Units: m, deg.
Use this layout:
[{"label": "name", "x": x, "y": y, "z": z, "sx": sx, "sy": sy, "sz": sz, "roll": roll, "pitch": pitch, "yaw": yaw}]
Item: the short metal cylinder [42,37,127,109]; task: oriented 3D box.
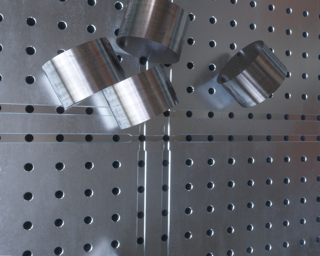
[{"label": "short metal cylinder", "x": -0.084, "y": -0.062, "z": 0.353, "sx": 0.080, "sy": 0.080, "sz": 0.050, "roll": -29, "pitch": 100, "yaw": -18}]

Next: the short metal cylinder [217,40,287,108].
[{"label": "short metal cylinder", "x": 0.127, "y": -0.075, "z": 0.432, "sx": 0.050, "sy": 0.080, "sz": 0.080, "roll": 42, "pitch": 77, "yaw": -16}]

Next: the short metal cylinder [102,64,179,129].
[{"label": "short metal cylinder", "x": -0.023, "y": -0.038, "z": 0.376, "sx": 0.081, "sy": 0.080, "sz": 0.050, "roll": -28, "pitch": 100, "yaw": -18}]

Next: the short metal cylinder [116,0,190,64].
[{"label": "short metal cylinder", "x": -0.008, "y": -0.118, "z": 0.381, "sx": 0.081, "sy": 0.080, "sz": 0.050, "roll": 17, "pitch": 84, "yaw": -20}]
